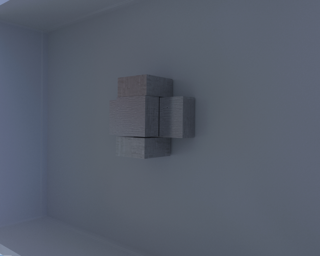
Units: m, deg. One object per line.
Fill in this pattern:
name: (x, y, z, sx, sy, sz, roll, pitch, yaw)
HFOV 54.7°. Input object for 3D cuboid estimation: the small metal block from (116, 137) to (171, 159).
small metal block: (-0.022, 0.024, 0.404, 0.050, 0.050, 0.025, 1, 91, 40)

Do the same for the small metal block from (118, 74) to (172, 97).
small metal block: (-0.019, -0.052, 0.404, 0.050, 0.050, 0.025, 1, 91, 40)

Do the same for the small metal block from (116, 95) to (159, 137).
small metal block: (-0.029, -0.015, 0.395, 0.050, 0.025, 0.050, 1, 91, 39)

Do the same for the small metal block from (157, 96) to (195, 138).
small metal block: (0.016, -0.013, 0.392, 0.050, 0.025, 0.050, 1, 91, 39)

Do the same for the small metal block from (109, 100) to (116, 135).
small metal block: (-0.046, -0.015, 0.442, 0.050, 0.025, 0.050, 1, 91, 40)
